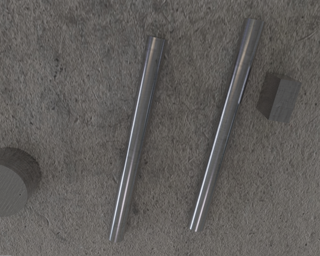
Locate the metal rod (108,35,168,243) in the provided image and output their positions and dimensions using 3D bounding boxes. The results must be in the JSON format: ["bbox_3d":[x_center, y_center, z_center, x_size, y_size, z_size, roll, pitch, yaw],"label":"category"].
[{"bbox_3d":[-0.035,0.028,0.419,0.025,0.025,0.298,12,110,-5],"label":"metal rod"}]

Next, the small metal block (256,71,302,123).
[{"bbox_3d":[0.145,-0.039,0.383,0.025,0.050,0.050,9,110,-3],"label":"small metal block"}]

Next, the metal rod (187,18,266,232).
[{"bbox_3d":[0.083,0.010,0.414,0.025,0.025,0.298,11,110,-4],"label":"metal rod"}]

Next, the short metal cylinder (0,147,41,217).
[{"bbox_3d":[-0.211,0.073,0.421,0.081,0.050,0.079,0,110,0],"label":"short metal cylinder"}]
